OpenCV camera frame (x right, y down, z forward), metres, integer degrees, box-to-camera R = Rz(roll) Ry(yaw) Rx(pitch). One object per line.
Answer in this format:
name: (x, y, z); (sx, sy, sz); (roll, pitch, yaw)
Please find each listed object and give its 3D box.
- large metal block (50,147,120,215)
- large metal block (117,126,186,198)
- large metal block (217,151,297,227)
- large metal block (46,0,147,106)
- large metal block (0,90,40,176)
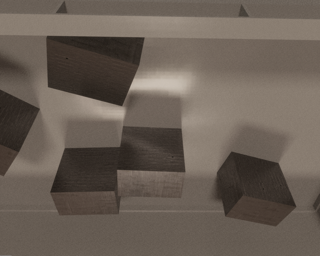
large metal block: (-0.097, 0.073, 0.434); (0.081, 0.080, 0.050); (-1, 130, 0)
large metal block: (-0.012, 0.044, 0.410); (0.081, 0.080, 0.050); (3, 130, -3)
large metal block: (0.136, 0.088, 0.450); (0.081, 0.080, 0.050); (14, 129, -12)
large metal block: (-0.065, -0.071, 0.312); (0.081, 0.050, 0.080); (14, 153, -12)
large metal block: (-0.203, -0.002, 0.369); (0.080, 0.080, 0.050); (29, 124, -23)
